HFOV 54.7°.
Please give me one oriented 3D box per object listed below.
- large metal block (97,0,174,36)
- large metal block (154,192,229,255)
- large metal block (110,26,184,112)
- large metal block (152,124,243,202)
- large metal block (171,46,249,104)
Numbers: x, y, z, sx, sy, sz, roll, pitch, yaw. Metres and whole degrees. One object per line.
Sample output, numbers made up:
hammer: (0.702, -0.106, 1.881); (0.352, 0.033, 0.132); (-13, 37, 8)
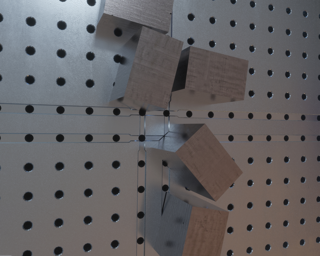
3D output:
large metal block: (-0.029, -0.163, 0.389); (0.081, 0.050, 0.080); (10, 87, -20)
large metal block: (0.038, 0.134, 0.399); (0.050, 0.080, 0.080); (14, 85, -20)
large metal block: (-0.019, -0.066, 0.377); (0.050, 0.080, 0.080); (16, 85, -20)
large metal block: (0.046, 0.041, 0.402); (0.050, 0.080, 0.080); (-43, 104, -15)
large metal block: (0.055, -0.064, 0.405); (0.081, 0.080, 0.050); (8, 87, -20)
